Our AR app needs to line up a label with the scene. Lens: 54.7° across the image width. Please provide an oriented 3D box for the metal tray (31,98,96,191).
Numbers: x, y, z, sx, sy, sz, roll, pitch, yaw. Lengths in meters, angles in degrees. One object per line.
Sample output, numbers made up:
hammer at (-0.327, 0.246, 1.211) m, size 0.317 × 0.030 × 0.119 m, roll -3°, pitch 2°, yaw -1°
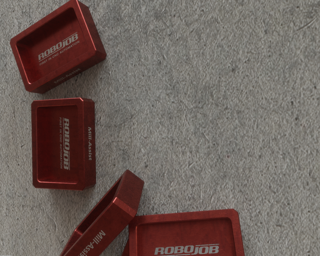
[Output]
metal tray at (-0.142, 0.023, 0.456) m, size 0.090 × 0.030 × 0.129 m, roll -1°, pitch 90°, yaw 20°

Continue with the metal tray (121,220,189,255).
metal tray at (-0.012, 0.199, 0.410) m, size 0.090 × 0.030 × 0.129 m, roll 24°, pitch 98°, yaw 18°

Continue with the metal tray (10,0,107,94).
metal tray at (-0.153, -0.118, 0.460) m, size 0.130 × 0.030 × 0.090 m, roll -24°, pitch 82°, yaw 18°

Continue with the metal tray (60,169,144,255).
metal tray at (-0.076, 0.123, 0.398) m, size 0.030 × 0.090 × 0.130 m, roll 39°, pitch 103°, yaw -7°

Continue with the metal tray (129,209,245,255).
metal tray at (0.031, 0.147, 0.363) m, size 0.131 × 0.030 × 0.090 m, roll -6°, pitch 66°, yaw 6°
